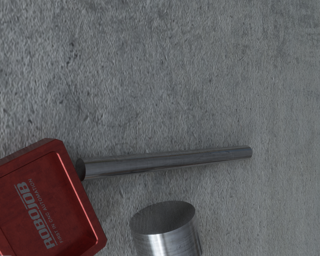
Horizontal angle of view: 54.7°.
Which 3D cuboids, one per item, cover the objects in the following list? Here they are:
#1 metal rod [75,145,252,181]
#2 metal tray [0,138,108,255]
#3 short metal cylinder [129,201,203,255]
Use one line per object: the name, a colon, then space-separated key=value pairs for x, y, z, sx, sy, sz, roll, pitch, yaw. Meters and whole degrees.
metal rod: x=0.030 y=0.043 z=0.429 sx=0.302 sy=0.025 sz=0.025 roll=-1 pitch=91 yaw=-40
metal tray: x=-0.117 y=0.086 z=0.303 sx=0.091 sy=0.030 sz=0.129 roll=-31 pitch=109 yaw=-36
short metal cylinder: x=0.008 y=0.129 z=0.376 sx=0.081 sy=0.080 sz=0.050 roll=-21 pitch=104 yaw=-38
